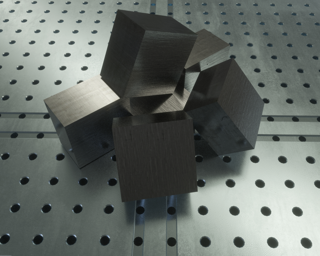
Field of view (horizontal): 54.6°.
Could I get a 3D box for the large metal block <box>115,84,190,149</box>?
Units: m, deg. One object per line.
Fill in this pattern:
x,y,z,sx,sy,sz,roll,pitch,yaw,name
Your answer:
-0.007,-0.024,0.413,0.080,0.050,0.080,-32,57,-24,large metal block

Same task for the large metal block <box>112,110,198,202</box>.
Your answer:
-0.006,0.028,0.339,0.080,0.080,0.050,-7,14,-6,large metal block

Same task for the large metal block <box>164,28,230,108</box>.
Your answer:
0.047,-0.081,0.441,0.080,0.080,0.050,-32,57,-24,large metal block

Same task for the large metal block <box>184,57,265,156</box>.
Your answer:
0.082,-0.025,0.384,0.050,0.080,0.080,-17,36,42,large metal block

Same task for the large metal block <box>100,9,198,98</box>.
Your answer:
-0.014,-0.085,0.362,0.081,0.079,0.050,-12,46,-43,large metal block

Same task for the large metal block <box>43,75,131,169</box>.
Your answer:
-0.082,-0.010,0.378,0.080,0.080,0.050,-31,57,-23,large metal block
